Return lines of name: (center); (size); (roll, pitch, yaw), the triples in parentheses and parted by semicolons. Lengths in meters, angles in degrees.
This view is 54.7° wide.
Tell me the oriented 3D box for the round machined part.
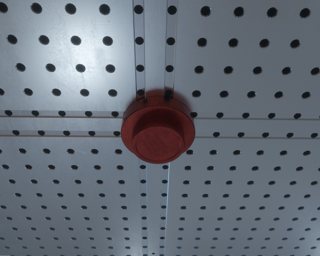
round machined part: (-0.003, 0.010, 0.408); (0.099, 0.042, 0.097); (-1, 130, 0)
